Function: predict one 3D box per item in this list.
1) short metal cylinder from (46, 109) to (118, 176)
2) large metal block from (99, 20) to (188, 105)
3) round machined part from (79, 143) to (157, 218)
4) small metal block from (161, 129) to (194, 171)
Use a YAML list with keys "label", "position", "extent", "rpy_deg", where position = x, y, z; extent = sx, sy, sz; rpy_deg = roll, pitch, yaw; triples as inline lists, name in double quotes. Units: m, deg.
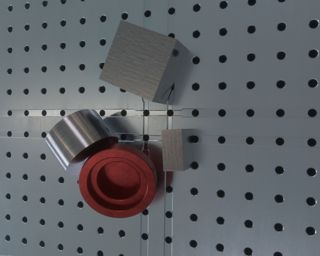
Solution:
- label: "short metal cylinder"
  position: [-0.104, 0.020, 0.418]
  extent: [0.080, 0.080, 0.050]
  rpy_deg: [-45, 72, 14]
- label: "large metal block"
  position: [-0.021, -0.084, 0.407]
  extent: [0.080, 0.050, 0.080]
  rpy_deg: [25, 98, 18]
- label: "round machined part"
  position: [-0.053, 0.065, 0.410]
  extent: [0.099, 0.042, 0.097]
  rpy_deg: [1, 107, 2]
- label: "small metal block"
  position: [0.023, 0.026, 0.391]
  extent: [0.025, 0.050, 0.050]
  rpy_deg: [-3, 89, 20]
